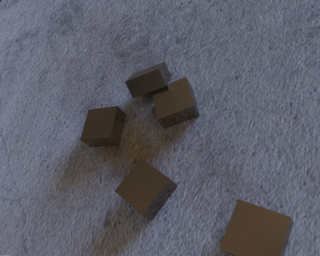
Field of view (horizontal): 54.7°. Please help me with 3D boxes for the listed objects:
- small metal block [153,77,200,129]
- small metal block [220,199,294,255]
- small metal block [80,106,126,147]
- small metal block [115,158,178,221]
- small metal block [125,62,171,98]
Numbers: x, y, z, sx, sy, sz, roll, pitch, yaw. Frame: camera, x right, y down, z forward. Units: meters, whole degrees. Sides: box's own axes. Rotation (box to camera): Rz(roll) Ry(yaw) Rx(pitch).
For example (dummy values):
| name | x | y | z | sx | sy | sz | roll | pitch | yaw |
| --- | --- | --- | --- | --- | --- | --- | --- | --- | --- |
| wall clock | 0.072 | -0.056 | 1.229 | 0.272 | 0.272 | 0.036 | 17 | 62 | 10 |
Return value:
| name | x | y | z | sx | sy | sz | roll | pitch | yaw |
| --- | --- | --- | --- | --- | --- | --- | --- | --- | --- |
| small metal block | 0.021 | -0.033 | 0.412 | 0.050 | 0.025 | 0.050 | -20 | 54 | 15 |
| small metal block | 0.092 | 0.102 | 0.293 | 0.050 | 0.025 | 0.050 | 14 | 68 | 33 |
| small metal block | -0.081 | -0.002 | 0.446 | 0.050 | 0.025 | 0.050 | -5 | 59 | 25 |
| small metal block | -0.016 | 0.072 | 0.367 | 0.050 | 0.025 | 0.050 | 31 | 79 | 37 |
| small metal block | -0.015 | -0.069 | 0.437 | 0.050 | 0.025 | 0.050 | -18 | 18 | 17 |
